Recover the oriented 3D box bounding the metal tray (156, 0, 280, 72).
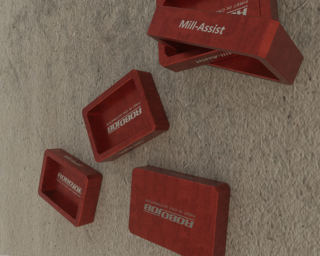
[{"bbox_3d":[0.058,-0.121,0.341,0.130,0.030,0.090,-9,79,35],"label":"metal tray"}]

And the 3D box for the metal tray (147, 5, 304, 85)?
[{"bbox_3d":[0.063,-0.082,0.308,0.130,0.090,0.030,24,96,37],"label":"metal tray"}]

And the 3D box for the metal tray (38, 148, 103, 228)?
[{"bbox_3d":[-0.158,0.098,0.532,0.130,0.030,0.089,22,104,37],"label":"metal tray"}]

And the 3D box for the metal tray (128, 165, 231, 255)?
[{"bbox_3d":[0.019,0.102,0.386,0.130,0.030,0.089,7,94,39],"label":"metal tray"}]

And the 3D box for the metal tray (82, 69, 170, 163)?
[{"bbox_3d":[-0.055,-0.014,0.446,0.130,0.030,0.090,-30,71,36],"label":"metal tray"}]
